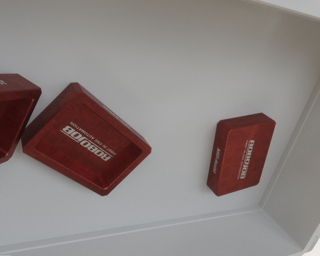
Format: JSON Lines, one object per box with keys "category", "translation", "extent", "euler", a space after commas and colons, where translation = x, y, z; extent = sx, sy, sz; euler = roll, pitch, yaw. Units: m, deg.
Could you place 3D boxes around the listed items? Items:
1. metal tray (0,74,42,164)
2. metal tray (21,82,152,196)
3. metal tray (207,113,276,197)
{"category": "metal tray", "translation": [-0.164, 0.001, 0.260], "extent": [0.030, 0.130, 0.090], "euler": [32, 104, 4]}
{"category": "metal tray", "translation": [-0.083, 0.019, 0.371], "extent": [0.090, 0.030, 0.130], "euler": [-45, 129, 3]}
{"category": "metal tray", "translation": [0.130, 0.044, 0.503], "extent": [0.091, 0.030, 0.129], "euler": [-10, 123, -23]}
